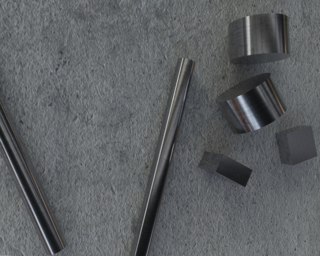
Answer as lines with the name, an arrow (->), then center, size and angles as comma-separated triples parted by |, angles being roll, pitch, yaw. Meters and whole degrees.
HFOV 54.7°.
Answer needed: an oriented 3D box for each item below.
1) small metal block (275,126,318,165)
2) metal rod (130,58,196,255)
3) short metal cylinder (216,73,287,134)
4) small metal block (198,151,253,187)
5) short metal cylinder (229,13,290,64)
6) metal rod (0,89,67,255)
small metal block -> 0.215, 0.026, 0.488 | 0.050, 0.025, 0.050 | -16, 96, -19
metal rod -> 0.001, 0.054, 0.409 | 0.025, 0.025, 0.299 | 16, 85, -20
short metal cylinder -> 0.124, -0.034, 0.426 | 0.080, 0.080, 0.050 | -33, 101, -17
small metal block -> 0.089, 0.056, 0.429 | 0.050, 0.050, 0.025 | 29, 81, -18
short metal cylinder -> 0.137, -0.120, 0.430 | 0.081, 0.080, 0.050 | -4, 92, -20
metal rod -> -0.173, 0.003, 0.345 | 0.025, 0.025, 0.298 | -23, 98, -19
